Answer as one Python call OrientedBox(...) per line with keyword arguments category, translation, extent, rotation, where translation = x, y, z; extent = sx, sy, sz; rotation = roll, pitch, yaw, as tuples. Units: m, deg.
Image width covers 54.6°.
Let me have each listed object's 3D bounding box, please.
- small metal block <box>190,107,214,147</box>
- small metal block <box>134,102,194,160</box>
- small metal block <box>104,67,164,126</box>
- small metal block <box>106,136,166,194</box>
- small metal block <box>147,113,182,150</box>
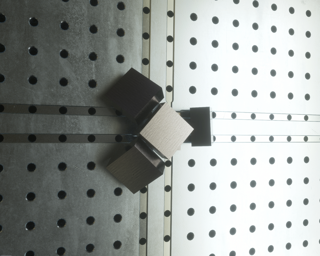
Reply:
OrientedBox(category="small metal block", translation=(0.057, -0.002, 0.417), extent=(0.025, 0.050, 0.050), rotation=(-2, 91, 13))
OrientedBox(category="small metal block", translation=(0.005, 0.004, 0.387), extent=(0.050, 0.025, 0.050), rotation=(43, 76, -16))
OrientedBox(category="small metal block", translation=(-0.031, -0.040, 0.388), extent=(0.050, 0.025, 0.050), rotation=(36, 75, 20))
OrientedBox(category="small metal block", translation=(-0.030, 0.047, 0.388), extent=(0.050, 0.025, 0.050), rotation=(-38, 105, 22))
OrientedBox(category="small metal block", translation=(0.000, 0.004, 0.412), extent=(0.050, 0.025, 0.050), rotation=(2, 92, -20))
